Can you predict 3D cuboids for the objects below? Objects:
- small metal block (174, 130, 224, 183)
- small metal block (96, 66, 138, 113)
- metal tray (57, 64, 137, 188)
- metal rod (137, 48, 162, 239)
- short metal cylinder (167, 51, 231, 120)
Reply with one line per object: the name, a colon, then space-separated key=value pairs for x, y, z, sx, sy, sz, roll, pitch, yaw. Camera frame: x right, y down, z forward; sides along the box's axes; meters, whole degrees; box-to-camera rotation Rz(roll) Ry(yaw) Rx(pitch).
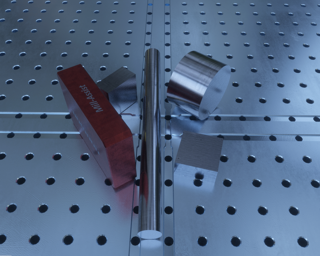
small metal block: x=0.048 y=0.034 z=0.380 sx=0.050 sy=0.025 sz=0.050 roll=12 pitch=51 yaw=9
small metal block: x=-0.059 y=-0.049 z=0.431 sx=0.025 sy=0.050 sz=0.050 roll=34 pitch=58 yaw=25
metal tray: x=-0.075 y=-0.003 z=0.366 sx=0.030 sy=0.089 sz=0.130 roll=-26 pitch=55 yaw=-20
metal rod: x=-0.011 y=-0.006 z=0.412 sx=0.025 sy=0.025 sz=0.300 roll=0 pitch=50 yaw=-1
short metal cylinder: x=0.053 y=-0.058 z=0.421 sx=0.050 sy=0.080 sz=0.080 roll=31 pitch=56 yaw=23
